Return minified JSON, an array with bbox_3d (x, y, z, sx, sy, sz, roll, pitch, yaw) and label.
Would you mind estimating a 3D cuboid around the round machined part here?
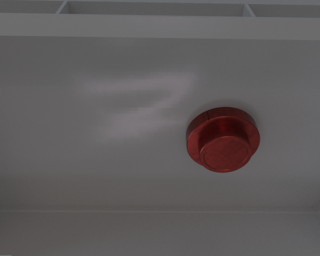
[{"bbox_3d":[0.085,0.023,0.418,0.099,0.042,0.097,0,130,0],"label":"round machined part"}]
